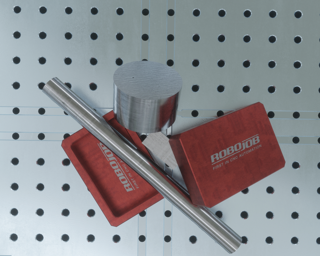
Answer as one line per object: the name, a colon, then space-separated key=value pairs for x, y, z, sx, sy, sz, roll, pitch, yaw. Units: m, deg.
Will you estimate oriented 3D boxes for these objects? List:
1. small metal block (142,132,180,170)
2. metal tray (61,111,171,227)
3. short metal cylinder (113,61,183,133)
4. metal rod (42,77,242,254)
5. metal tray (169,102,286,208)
small metal block: x=0.005 y=0.025 z=0.396 sx=0.050 sy=0.050 sz=0.025 roll=41 pitch=90 yaw=0
metal tray: x=-0.055 y=0.050 z=0.406 sx=0.090 sy=0.030 sz=0.130 roll=-32 pitch=90 yaw=0
short metal cylinder: x=-0.016 y=-0.039 z=0.376 sx=0.080 sy=0.080 sz=0.050 roll=8 pitch=132 yaw=0
metal rod: x=-0.021 y=0.046 z=0.379 sx=0.300 sy=0.025 sz=0.025 roll=41 pitch=90 yaw=-1
metal tray: x=0.086 y=0.030 z=0.382 sx=0.131 sy=0.030 sz=0.090 roll=-21 pitch=90 yaw=-25
